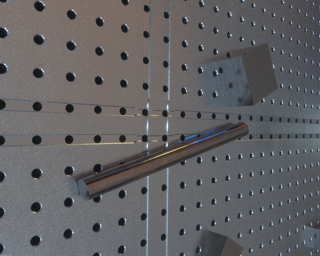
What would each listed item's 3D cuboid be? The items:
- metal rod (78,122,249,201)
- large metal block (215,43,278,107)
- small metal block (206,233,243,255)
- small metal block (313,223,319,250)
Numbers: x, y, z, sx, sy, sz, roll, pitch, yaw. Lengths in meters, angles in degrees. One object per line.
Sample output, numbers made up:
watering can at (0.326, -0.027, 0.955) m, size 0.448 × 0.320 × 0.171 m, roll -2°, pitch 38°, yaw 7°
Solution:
metal rod at (0.029, 0.035, 0.435) m, size 0.302 × 0.025 × 0.025 m, roll -16°, pitch 101°, yaw -39°
large metal block at (0.147, -0.088, 0.519) m, size 0.081 × 0.050 × 0.080 m, roll -31°, pitch 109°, yaw -36°
small metal block at (0.103, 0.205, 0.499) m, size 0.050 × 0.025 × 0.050 m, roll 42°, pitch 65°, yaw -32°
small metal block at (0.393, 0.260, 0.744) m, size 0.050 × 0.025 × 0.050 m, roll -7°, pitch 95°, yaw -40°
